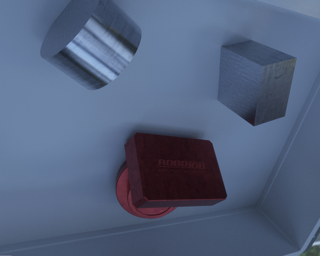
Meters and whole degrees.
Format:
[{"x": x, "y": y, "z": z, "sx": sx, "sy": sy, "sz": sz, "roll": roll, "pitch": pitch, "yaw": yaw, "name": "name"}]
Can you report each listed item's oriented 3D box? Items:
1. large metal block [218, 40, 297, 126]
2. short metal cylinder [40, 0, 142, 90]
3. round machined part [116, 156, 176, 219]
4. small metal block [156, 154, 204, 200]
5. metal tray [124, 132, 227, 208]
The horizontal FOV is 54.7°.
[{"x": 0.121, "y": -0.061, "z": 0.404, "sx": 0.050, "sy": 0.080, "sz": 0.079, "roll": -16, "pitch": 125, "yaw": -20, "name": "large metal block"}, {"x": -0.064, "y": -0.082, "z": 0.288, "sx": 0.080, "sy": 0.080, "sz": 0.050, "roll": -48, "pitch": 129, "yaw": 5, "name": "short metal cylinder"}, {"x": -0.011, "y": 0.084, "z": 0.425, "sx": 0.099, "sy": 0.042, "sz": 0.097, "roll": -3, "pitch": 110, "yaw": -7, "name": "round machined part"}, {"x": 0.031, "y": 0.075, "z": 0.474, "sx": 0.050, "sy": 0.025, "sz": 0.050, "roll": -46, "pitch": 130, "yaw": 3, "name": "small metal block"}, {"x": 0.022, "y": 0.057, "z": 0.414, "sx": 0.131, "sy": 0.090, "sz": 0.030, "roll": 7, "pitch": 147, "yaw": -32, "name": "metal tray"}]
